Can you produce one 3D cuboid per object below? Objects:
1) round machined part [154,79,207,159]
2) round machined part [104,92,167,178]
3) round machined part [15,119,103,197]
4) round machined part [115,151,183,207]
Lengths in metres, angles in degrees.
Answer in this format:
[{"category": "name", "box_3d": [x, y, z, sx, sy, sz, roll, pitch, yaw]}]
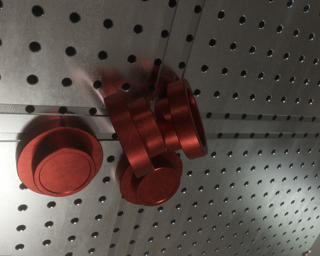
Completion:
[{"category": "round machined part", "box_3d": [0.025, -0.008, 0.382, 0.042, 0.098, 0.098, -16, 130, 14]}, {"category": "round machined part", "box_3d": [-0.025, 0.003, 0.351, 0.042, 0.098, 0.098, -23, 128, -5]}, {"category": "round machined part", "box_3d": [-0.115, 0.042, 0.364, 0.099, 0.042, 0.097, -14, 125, -21]}, {"category": "round machined part", "box_3d": [-0.010, 0.072, 0.441, 0.099, 0.042, 0.097, -14, 125, -21]}]
